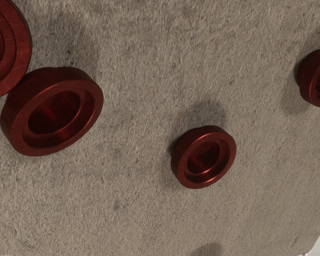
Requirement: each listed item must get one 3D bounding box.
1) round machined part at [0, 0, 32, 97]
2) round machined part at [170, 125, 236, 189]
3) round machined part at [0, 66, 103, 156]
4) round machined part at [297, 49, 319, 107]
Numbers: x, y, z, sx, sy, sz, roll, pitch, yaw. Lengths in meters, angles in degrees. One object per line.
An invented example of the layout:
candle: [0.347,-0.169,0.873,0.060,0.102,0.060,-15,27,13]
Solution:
round machined part: [-0.159,-0.073,0.257,0.099,0.042,0.097,-7,115,-16]
round machined part: [0.059,0.038,0.454,0.099,0.042,0.097,-14,125,-21]
round machined part: [-0.109,-0.021,0.307,0.098,0.042,0.098,-37,156,-19]
round machined part: [0.257,-0.085,0.487,0.099,0.042,0.097,-14,125,-21]
